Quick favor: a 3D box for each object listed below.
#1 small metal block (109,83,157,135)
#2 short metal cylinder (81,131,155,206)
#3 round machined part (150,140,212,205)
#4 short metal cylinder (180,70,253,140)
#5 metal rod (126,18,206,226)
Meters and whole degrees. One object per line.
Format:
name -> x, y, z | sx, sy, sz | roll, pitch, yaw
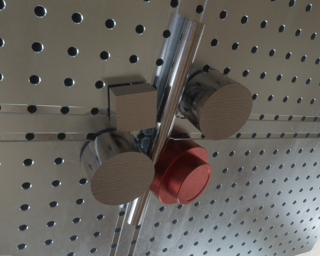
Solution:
small metal block -> -0.032, -0.024, 0.374 | 0.050, 0.025, 0.050 | -11, 123, -23
short metal cylinder -> -0.054, 0.050, 0.391 | 0.081, 0.050, 0.079 | -14, 124, -21
round machined part -> 0.036, 0.070, 0.443 | 0.099, 0.042, 0.097 | -27, 134, -31
short metal cylinder -> 0.074, -0.031, 0.411 | 0.081, 0.050, 0.079 | -14, 124, -21
metal rod -> 0.001, 0.009, 0.412 | 0.025, 0.025, 0.298 | 3, 117, -30
